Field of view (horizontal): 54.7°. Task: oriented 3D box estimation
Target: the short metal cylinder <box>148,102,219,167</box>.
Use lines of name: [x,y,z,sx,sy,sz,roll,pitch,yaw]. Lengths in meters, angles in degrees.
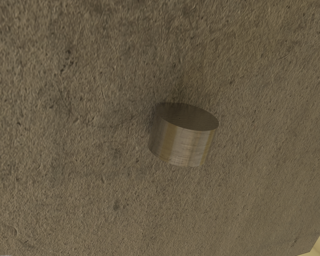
short metal cylinder: [0.029,0.006,0.394,0.081,0.080,0.050,-1,119,-28]
